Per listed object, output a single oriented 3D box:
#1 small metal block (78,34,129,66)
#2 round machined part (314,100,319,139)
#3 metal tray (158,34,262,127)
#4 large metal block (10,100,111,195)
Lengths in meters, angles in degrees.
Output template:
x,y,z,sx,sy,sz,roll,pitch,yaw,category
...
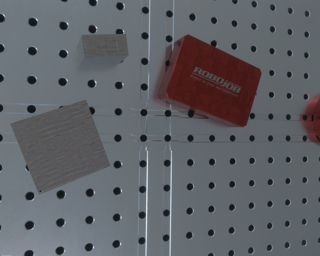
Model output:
x,y,z,sx,sy,sz,roll,pitch,yaw,category
-0.070,-0.094,0.374,0.050,0.050,0.025,-8,93,-20,small metal block
0.311,-0.015,0.519,0.099,0.042,0.097,0,90,-20,round machined part
0.073,-0.063,0.437,0.131,0.030,0.090,20,83,-19,metal tray
-0.113,0.019,0.358,0.081,0.050,0.080,-21,97,-19,large metal block
